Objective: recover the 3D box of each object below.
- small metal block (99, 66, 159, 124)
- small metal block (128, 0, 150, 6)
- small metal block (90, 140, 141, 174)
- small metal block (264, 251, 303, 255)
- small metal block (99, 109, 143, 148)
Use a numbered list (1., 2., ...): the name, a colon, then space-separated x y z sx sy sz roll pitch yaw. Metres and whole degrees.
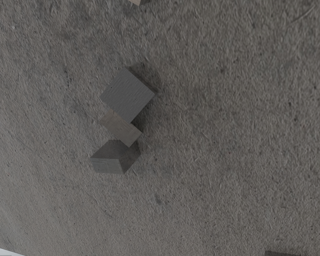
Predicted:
1. small metal block: -0.039 -0.042 0.389 0.050 0.025 0.050 42 105 -1
2. small metal block: -0.030 -0.164 0.321 0.050 0.025 0.050 31 129 7
3. small metal block: -0.064 0.041 0.450 0.050 0.050 0.025 -1 118 28
4. small metal block: 0.178 0.206 0.441 0.050 0.025 0.050 -3 117 29
5. small metal block: -0.050 0.000 0.415 0.050 0.050 0.025 41 87 0
